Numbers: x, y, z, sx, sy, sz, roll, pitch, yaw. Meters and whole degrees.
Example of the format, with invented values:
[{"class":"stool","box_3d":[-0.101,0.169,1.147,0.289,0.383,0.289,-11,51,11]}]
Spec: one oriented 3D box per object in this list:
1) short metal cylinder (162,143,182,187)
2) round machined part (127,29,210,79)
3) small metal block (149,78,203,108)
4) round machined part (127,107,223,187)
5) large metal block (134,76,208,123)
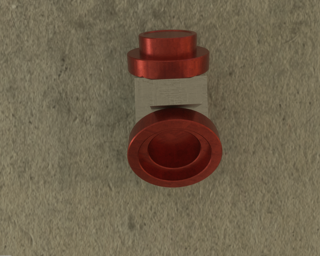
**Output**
[{"class":"short metal cylinder","box_3d":[0.013,0.033,0.400,0.081,0.050,0.079,0,90,-1]},{"class":"round machined part","box_3d":[0.010,-0.092,0.371,0.099,0.098,0.042,-2,115,-1]},{"class":"small metal block","box_3d":[0.015,-0.034,0.318,0.050,0.050,0.025,-3,90,0]},{"class":"round machined part","box_3d":[0.015,0.017,0.337,0.099,0.042,0.097,-1,129,-1]},{"class":"large metal block","box_3d":[0.012,-0.032,0.383,0.081,0.080,0.050,-2,90,-1]}]
